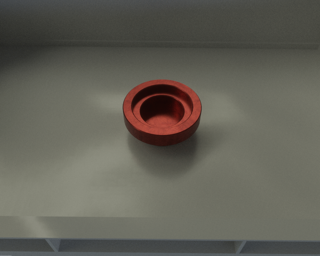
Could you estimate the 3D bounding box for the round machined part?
[{"bbox_3d":[0.003,-0.015,0.402,0.099,0.042,0.098,0,50,0],"label":"round machined part"}]
